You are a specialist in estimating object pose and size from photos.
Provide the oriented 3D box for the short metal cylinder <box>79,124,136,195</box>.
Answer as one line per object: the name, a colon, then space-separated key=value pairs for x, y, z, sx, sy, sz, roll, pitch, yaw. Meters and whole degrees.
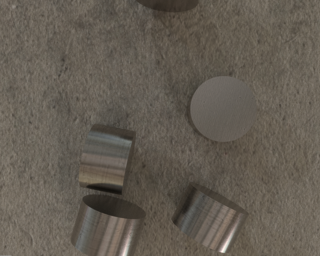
short metal cylinder: x=-0.062 y=0.038 z=0.382 sx=0.050 sy=0.080 sz=0.080 roll=11 pitch=90 yaw=0

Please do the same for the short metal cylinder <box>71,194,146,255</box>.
short metal cylinder: x=-0.063 y=0.120 z=0.382 sx=0.080 sy=0.080 sz=0.050 roll=16 pitch=90 yaw=-1

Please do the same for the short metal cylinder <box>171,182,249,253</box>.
short metal cylinder: x=0.061 y=0.109 z=0.383 sx=0.080 sy=0.080 sz=0.050 roll=27 pitch=90 yaw=-1

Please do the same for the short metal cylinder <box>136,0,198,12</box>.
short metal cylinder: x=0.010 y=-0.183 z=0.383 sx=0.081 sy=0.080 sz=0.050 roll=6 pitch=90 yaw=-1

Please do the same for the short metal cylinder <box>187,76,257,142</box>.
short metal cylinder: x=0.077 y=-0.023 z=0.399 sx=0.081 sy=0.050 sz=0.079 roll=0 pitch=90 yaw=-1
